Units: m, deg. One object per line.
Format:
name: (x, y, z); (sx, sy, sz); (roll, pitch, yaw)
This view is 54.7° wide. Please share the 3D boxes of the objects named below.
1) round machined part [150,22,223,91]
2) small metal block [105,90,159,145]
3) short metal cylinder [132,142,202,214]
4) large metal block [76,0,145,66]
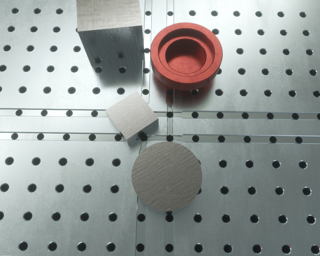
round machined part: (0.036, -0.096, 0.438); (0.099, 0.042, 0.098); (0, 70, 0)
small metal block: (-0.037, -0.014, 0.416); (0.050, 0.025, 0.050); (-34, 74, -12)
short metal cylinder: (0.008, 0.062, 0.376); (0.081, 0.050, 0.080); (0, 70, 0)
large metal block: (-0.065, -0.134, 0.431); (0.081, 0.080, 0.050); (-7, 70, -3)
